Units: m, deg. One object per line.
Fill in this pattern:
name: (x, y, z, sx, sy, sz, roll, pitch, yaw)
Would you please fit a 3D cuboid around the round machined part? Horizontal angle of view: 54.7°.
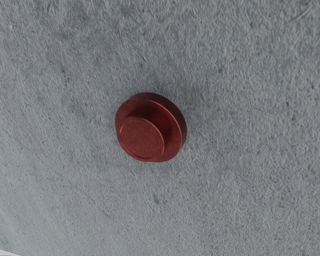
round machined part: (-0.018, 0.006, 0.408, 0.098, 0.042, 0.097, 13, 124, 20)
